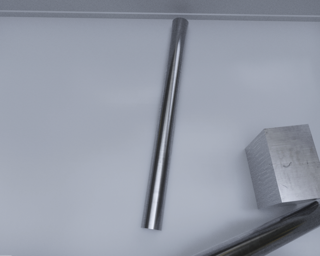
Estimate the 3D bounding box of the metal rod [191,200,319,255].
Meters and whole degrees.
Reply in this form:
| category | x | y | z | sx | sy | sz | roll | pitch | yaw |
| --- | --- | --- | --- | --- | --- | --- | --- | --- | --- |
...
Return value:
| category | x | y | z | sx | sy | sz | roll | pitch | yaw |
| --- | --- | --- | --- | --- | --- | --- | --- | --- | --- |
| metal rod | 0.124 | 0.100 | 0.307 | 0.303 | 0.025 | 0.025 | -9 | 68 | -31 |

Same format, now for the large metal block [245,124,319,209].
| category | x | y | z | sx | sy | sz | roll | pitch | yaw |
| --- | --- | --- | --- | --- | --- | --- | --- | --- | --- |
| large metal block | 0.143 | 0.049 | 0.364 | 0.050 | 0.080 | 0.080 | -6 | 70 | -3 |

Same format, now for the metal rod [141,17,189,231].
| category | x | y | z | sx | sy | sz | roll | pitch | yaw |
| --- | --- | --- | --- | --- | --- | --- | --- | --- | --- |
| metal rod | 0.010 | -0.019 | 0.416 | 0.025 | 0.025 | 0.299 | 8 | 70 | 2 |
